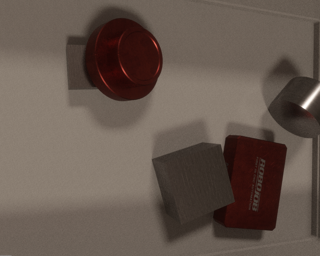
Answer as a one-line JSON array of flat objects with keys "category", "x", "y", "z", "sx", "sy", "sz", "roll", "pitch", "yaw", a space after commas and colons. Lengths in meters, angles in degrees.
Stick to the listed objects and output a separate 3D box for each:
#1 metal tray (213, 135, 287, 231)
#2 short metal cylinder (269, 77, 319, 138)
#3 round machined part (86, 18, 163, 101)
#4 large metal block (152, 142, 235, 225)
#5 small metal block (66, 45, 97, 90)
[{"category": "metal tray", "x": 0.135, "y": 0.081, "z": 0.460, "sx": 0.091, "sy": 0.030, "sz": 0.129, "roll": 11, "pitch": 86, "yaw": -20}, {"category": "short metal cylinder", "x": 0.213, "y": -0.030, "z": 0.462, "sx": 0.080, "sy": 0.080, "sz": 0.050, "roll": 46, "pitch": 76, "yaw": -15}, {"category": "round machined part", "x": -0.035, "y": -0.082, "z": 0.370, "sx": 0.099, "sy": 0.042, "sz": 0.097, "roll": 2, "pitch": 88, "yaw": -44}, {"category": "large metal block", "x": 0.044, "y": 0.070, "z": 0.415, "sx": 0.081, "sy": 0.050, "sz": 0.080, "roll": -17, "pitch": 96, "yaw": -20}, {"category": "small metal block", "x": -0.087, "y": -0.073, "z": 0.379, "sx": 0.050, "sy": 0.025, "sz": 0.050, "roll": -4, "pitch": 92, "yaw": -20}]
